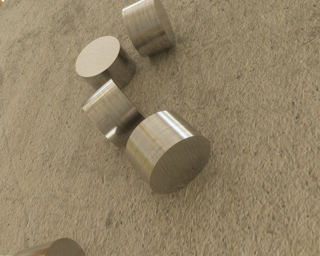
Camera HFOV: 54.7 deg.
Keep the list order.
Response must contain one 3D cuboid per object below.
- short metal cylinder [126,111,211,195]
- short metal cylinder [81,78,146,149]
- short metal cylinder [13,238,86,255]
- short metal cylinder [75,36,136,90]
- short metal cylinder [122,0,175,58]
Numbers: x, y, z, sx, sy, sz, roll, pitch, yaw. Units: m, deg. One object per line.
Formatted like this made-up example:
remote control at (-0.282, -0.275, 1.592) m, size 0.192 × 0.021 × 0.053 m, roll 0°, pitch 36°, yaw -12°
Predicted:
short metal cylinder at (0.009, 0.027, 0.347) m, size 0.080 × 0.080 × 0.050 m, roll -44°, pitch 51°, yaw -2°
short metal cylinder at (-0.057, -0.019, 0.410) m, size 0.050 × 0.080 × 0.080 m, roll -41°, pitch 51°, yaw 1°
short metal cylinder at (-0.119, 0.164, 0.330) m, size 0.050 × 0.080 × 0.080 m, roll -20°, pitch 54°, yaw 16°
short metal cylinder at (-0.086, -0.099, 0.494) m, size 0.080 × 0.050 × 0.080 m, roll -13°, pitch 56°, yaw 21°
short metal cylinder at (-0.015, -0.154, 0.471) m, size 0.050 × 0.080 × 0.080 m, roll -19°, pitch 54°, yaw 17°
